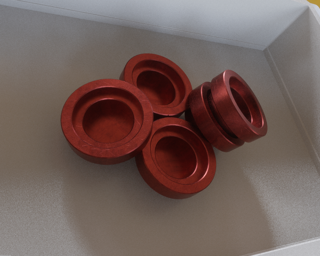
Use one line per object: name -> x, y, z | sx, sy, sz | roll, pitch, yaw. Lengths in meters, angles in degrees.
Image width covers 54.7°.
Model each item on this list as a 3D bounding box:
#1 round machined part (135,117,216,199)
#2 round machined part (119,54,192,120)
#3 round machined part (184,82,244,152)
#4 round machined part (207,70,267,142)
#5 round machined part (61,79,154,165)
round machined part -> 0.015, 0.039, 0.376 | 0.099, 0.042, 0.098 | 14, 56, -21
round machined part -> -0.009, -0.049, 0.417 | 0.099, 0.042, 0.098 | 14, 56, -21
round machined part -> 0.071, -0.011, 0.424 | 0.098, 0.042, 0.098 | 33, 40, -33
round machined part -> 0.096, -0.025, 0.410 | 0.098, 0.042, 0.098 | 33, 41, -34
round machined part -> -0.058, -0.004, 0.351 | 0.099, 0.042, 0.098 | 2, 63, -4
